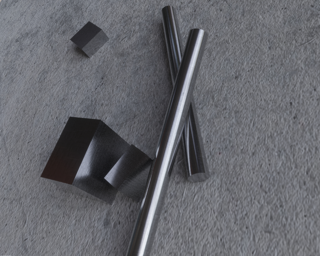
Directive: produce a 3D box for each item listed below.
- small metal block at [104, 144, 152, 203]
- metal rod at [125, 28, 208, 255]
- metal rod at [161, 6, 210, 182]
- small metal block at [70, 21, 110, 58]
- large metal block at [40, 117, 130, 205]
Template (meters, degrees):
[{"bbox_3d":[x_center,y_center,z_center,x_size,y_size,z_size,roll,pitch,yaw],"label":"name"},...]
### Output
[{"bbox_3d":[-0.029,0.055,0.368,0.025,0.050,0.050,32,80,38],"label":"small metal block"},{"bbox_3d":[0.010,0.019,0.360,0.025,0.025,0.299,7,73,31],"label":"metal rod"},{"bbox_3d":[0.029,-0.068,0.429,0.025,0.025,0.299,-19,54,17],"label":"metal rod"},{"bbox_3d":[-0.130,-0.163,0.570,0.050,0.025,0.050,-46,52,-4],"label":"small metal block"},{"bbox_3d":[-0.086,0.042,0.386,0.050,0.080,0.080,6,65,30],"label":"large metal block"}]
